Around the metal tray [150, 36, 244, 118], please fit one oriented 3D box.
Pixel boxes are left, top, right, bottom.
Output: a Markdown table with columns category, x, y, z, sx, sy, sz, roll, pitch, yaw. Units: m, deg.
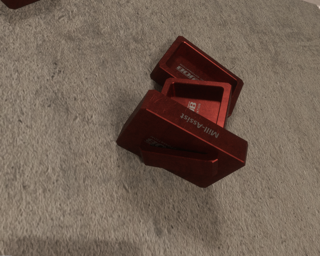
| category | x | y | z | sx | sy | sz | roll | pitch | yaw |
| --- | --- | --- | --- | --- | --- | --- | --- | --- | --- |
| metal tray | 0.061 | -0.076 | 0.480 | 0.130 | 0.030 | 0.090 | 35 | 51 | -5 |

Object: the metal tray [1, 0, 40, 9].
| category | x | y | z | sx | sy | sz | roll | pitch | yaw |
| --- | --- | --- | --- | --- | --- | --- | --- | --- | --- |
| metal tray | -0.212 | -0.230 | 0.426 | 0.130 | 0.030 | 0.090 | 43 | 51 | 1 |

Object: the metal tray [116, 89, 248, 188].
| category | x | y | z | sx | sy | sz | roll | pitch | yaw |
| --- | --- | --- | --- | --- | --- | --- | --- | --- | --- |
| metal tray | 0.024 | 0.018 | 0.365 | 0.131 | 0.090 | 0.030 | 28 | 53 | -11 |

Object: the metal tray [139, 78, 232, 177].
| category | x | y | z | sx | sy | sz | roll | pitch | yaw |
| --- | --- | --- | --- | --- | --- | --- | --- | --- | --- |
| metal tray | 0.037 | -0.007 | 0.391 | 0.090 | 0.030 | 0.130 | 8 | 51 | 15 |
